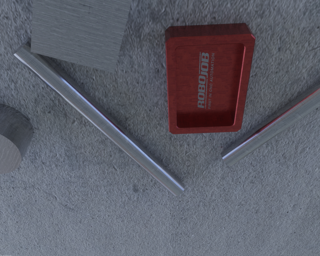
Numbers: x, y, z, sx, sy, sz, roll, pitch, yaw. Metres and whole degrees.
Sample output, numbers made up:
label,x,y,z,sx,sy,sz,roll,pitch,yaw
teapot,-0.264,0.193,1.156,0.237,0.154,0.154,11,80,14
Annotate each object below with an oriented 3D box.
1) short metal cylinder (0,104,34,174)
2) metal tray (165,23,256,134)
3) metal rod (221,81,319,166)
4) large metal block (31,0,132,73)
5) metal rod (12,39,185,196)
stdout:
label,x,y,z,sx,sy,sz,roll,pitch,yaw
short metal cylinder,-0.213,0.014,0.400,0.081,0.050,0.079,0,130,0
metal tray,0.053,-0.052,0.360,0.091,0.030,0.129,-2,130,1
metal rod,0.195,-0.042,0.373,0.025,0.025,0.299,33,122,-25
large metal block,-0.073,-0.109,0.297,0.081,0.050,0.079,13,129,-11
metal rod,-0.060,0.005,0.410,0.025,0.025,0.300,-29,125,22
